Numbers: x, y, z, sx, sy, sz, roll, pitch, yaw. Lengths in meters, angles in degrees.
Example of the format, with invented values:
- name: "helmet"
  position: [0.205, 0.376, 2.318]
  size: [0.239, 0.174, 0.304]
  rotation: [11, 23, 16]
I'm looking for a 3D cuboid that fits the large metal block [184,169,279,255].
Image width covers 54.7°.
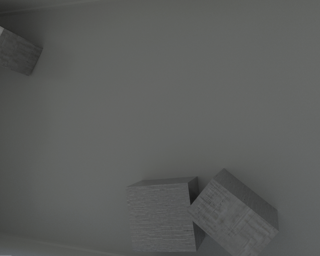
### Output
- name: "large metal block"
  position: [0.084, 0.095, 0.351]
  size: [0.080, 0.080, 0.050]
  rotation: [39, 102, 15]

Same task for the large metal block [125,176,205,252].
- name: "large metal block"
  position: [0.008, 0.108, 0.394]
  size: [0.080, 0.050, 0.080]
  rotation: [-8, 88, 19]

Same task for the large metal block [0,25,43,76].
- name: "large metal block"
  position: [-0.240, -0.126, 0.461]
  size: [0.080, 0.080, 0.050]
  rotation: [30, 94, 17]
